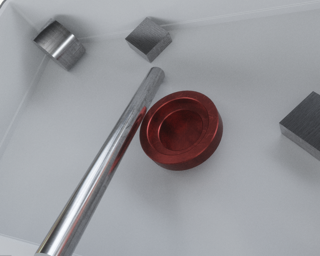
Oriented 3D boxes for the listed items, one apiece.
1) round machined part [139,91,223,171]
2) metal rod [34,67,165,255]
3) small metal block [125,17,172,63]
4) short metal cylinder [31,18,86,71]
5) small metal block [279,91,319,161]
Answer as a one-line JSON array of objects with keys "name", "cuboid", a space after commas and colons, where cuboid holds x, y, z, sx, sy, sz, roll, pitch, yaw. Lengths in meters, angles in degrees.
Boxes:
[{"name": "round machined part", "cuboid": [0.028, 0.007, 0.375, 0.098, 0.042, 0.098, -13, 56, 20]}, {"name": "metal rod", "cuboid": [-0.043, 0.010, 0.343, 0.025, 0.025, 0.301, -8, 34, 24]}, {"name": "small metal block", "cuboid": [-0.018, -0.139, 0.492, 0.050, 0.025, 0.050, -46, 66, -4]}, {"name": "short metal cylinder", "cuboid": [-0.180, -0.147, 0.553, 0.080, 0.080, 0.050, 34, 81, 38]}, {"name": "small metal block", "cuboid": [0.163, -0.003, 0.322, 0.050, 0.025, 0.050, -43, 51, -2]}]
